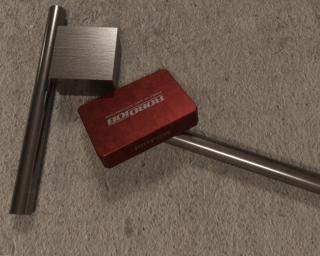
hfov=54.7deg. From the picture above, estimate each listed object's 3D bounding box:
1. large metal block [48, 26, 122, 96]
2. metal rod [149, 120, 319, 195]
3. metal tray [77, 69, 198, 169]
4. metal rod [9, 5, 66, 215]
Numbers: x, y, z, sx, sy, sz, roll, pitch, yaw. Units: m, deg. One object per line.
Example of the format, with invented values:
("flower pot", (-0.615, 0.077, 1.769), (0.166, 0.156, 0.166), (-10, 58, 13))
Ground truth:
("large metal block", (-0.099, -0.091, 0.427), (0.081, 0.050, 0.080), (2, 70, 0))
("metal rod", (0.122, 0.045, 0.393), (0.301, 0.025, 0.025), (18, 71, 6))
("metal tray", (-0.029, -0.016, 0.396), (0.131, 0.030, 0.090), (-26, 53, -10))
("metal rod", (-0.161, -0.037, 0.419), (0.025, 0.025, 0.299), (2, 70, 0))
